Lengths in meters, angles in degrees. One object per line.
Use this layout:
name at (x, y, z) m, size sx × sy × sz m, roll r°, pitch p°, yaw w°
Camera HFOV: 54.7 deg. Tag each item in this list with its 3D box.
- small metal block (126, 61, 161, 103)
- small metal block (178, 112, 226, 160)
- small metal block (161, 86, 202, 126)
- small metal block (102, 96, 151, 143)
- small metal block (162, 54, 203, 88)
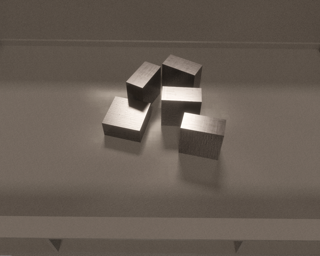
small metal block at (-0.022, -0.057, 0.436) m, size 0.025 × 0.050 × 0.050 m, roll 22°, pitch 53°, yaw 17°
small metal block at (0.051, 0.011, 0.380) m, size 0.050 × 0.050 × 0.025 m, roll 10°, pitch 51°, yaw 8°
small metal block at (0.028, -0.027, 0.412) m, size 0.050 × 0.050 × 0.025 m, roll 3°, pitch 50°, yaw 2°
small metal block at (-0.043, -0.012, 0.415) m, size 0.050 × 0.025 × 0.050 m, roll 12°, pitch 51°, yaw 9°
small metal block at (0.031, -0.073, 0.450) m, size 0.050 × 0.050 × 0.025 m, roll 23°, pitch 54°, yaw 18°
